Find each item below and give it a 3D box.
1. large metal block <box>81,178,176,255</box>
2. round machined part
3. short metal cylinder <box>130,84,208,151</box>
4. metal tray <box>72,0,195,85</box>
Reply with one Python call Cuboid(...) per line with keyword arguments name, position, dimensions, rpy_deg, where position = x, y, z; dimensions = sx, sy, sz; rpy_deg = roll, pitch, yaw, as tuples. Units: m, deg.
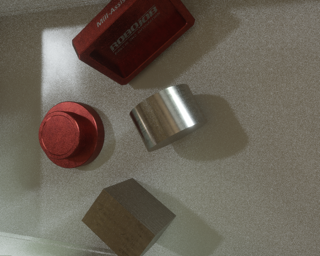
Cuboid(name="large metal block", position=(-0.036, 0.114, 0.393), dimensions=(0.080, 0.080, 0.050), rpy_deg=(38, 102, 15))
Cuboid(name="round machined part", position=(-0.134, 0.010, 0.447), dimensions=(0.098, 0.042, 0.097), rpy_deg=(0, 90, 19))
Cuboid(name="short metal cylinder", position=(0.010, -0.011, 0.377), dimensions=(0.080, 0.080, 0.050), rpy_deg=(-30, 81, 17))
Cuboid(name="metal tray", position=(-0.031, -0.119, 0.383), dimensions=(0.130, 0.090, 0.030), rpy_deg=(-39, 58, 15))
